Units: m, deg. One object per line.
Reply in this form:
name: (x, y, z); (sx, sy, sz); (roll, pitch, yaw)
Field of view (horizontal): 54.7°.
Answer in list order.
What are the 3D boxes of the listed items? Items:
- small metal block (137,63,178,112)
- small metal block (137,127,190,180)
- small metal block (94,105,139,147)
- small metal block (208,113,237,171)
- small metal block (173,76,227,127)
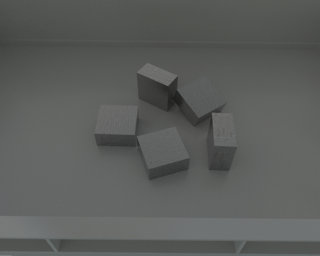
small metal block: (-0.004, -0.057, 0.437); (0.050, 0.050, 0.025); (27, 55, 20)
small metal block: (0.003, 0.030, 0.380); (0.050, 0.025, 0.050); (-14, 52, -12)
small metal block: (-0.055, -0.003, 0.407); (0.050, 0.025, 0.050); (2, 50, 1)
small metal block: (0.074, 0.017, 0.376); (0.025, 0.050, 0.050); (3, 50, 2)
small metal block: (0.055, -0.038, 0.429); (0.050, 0.025, 0.050); (-28, 71, -22)
